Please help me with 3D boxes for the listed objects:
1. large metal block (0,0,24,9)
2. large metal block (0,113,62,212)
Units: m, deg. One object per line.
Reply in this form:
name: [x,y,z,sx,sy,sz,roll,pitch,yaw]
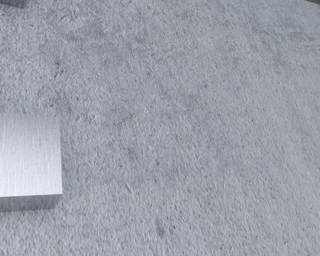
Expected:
large metal block: [-0.196,-0.217,0.395,0.050,0.080,0.080,5,60,-26]
large metal block: [-0.140,0.033,0.292,0.081,0.050,0.080,3,60,-27]
